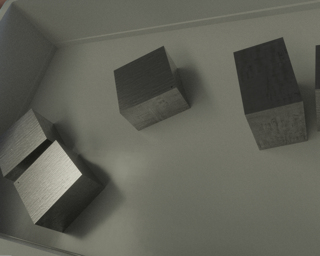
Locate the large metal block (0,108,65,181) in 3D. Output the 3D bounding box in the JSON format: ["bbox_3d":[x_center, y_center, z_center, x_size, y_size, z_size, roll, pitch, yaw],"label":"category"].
[{"bbox_3d":[-0.198,0.030,0.475,0.080,0.050,0.080,-42,51,-1],"label":"large metal block"}]

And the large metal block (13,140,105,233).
[{"bbox_3d":[-0.135,0.077,0.414,0.080,0.050,0.080,-47,51,-5],"label":"large metal block"}]

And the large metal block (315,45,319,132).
[{"bbox_3d":[0.193,-0.037,0.292,0.080,0.080,0.050,0,62,28],"label":"large metal block"}]

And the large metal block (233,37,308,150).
[{"bbox_3d":[0.118,-0.033,0.329,0.050,0.080,0.080,-14,56,21],"label":"large metal block"}]

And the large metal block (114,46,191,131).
[{"bbox_3d":[-0.013,-0.054,0.430,0.080,0.050,0.080,-23,53,14],"label":"large metal block"}]
